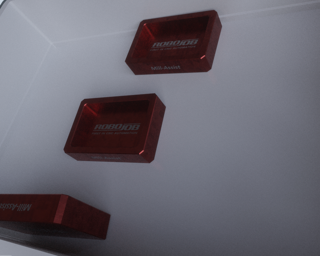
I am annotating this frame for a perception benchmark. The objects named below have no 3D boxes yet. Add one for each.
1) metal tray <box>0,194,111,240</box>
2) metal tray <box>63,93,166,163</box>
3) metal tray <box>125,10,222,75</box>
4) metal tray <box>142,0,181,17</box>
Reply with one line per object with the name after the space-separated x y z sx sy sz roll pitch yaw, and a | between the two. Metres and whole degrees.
-0.138 0.106 0.369 0.130 0.090 0.030 -6 60 25 | metal tray
-0.064 0.000 0.433 0.130 0.030 0.090 -1 61 27 | metal tray
0.020 -0.127 0.468 0.130 0.030 0.090 3 63 29 | metal tray
-0.004 -0.252 0.496 0.030 0.130 0.090 23 74 36 | metal tray
